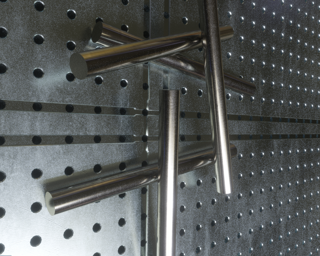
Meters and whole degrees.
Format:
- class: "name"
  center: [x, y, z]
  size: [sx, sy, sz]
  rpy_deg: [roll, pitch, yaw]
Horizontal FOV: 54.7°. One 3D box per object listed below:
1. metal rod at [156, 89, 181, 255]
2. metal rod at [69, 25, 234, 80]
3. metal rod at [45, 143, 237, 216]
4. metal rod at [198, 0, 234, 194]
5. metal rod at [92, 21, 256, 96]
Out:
- class: "metal rod"
  center: [0.009, 0.101, 0.392]
  size: [0.025, 0.025, 0.298]
  rpy_deg: [-7, 103, -40]
- class: "metal rod"
  center: [0.017, -0.106, 0.393]
  size: [0.302, 0.025, 0.025]
  rpy_deg: [-28, 108, -47]
- class: "metal rod"
  center: [0.002, 0.057, 0.413]
  size: [0.302, 0.025, 0.025]
  rpy_deg: [-10, 97, -40]
- class: "metal rod"
  center: [0.078, -0.050, 0.431]
  size: [0.025, 0.025, 0.298]
  rpy_deg: [-19, 107, -39]
- class: "metal rod"
  center: [0.043, -0.088, 0.447]
  size: [0.302, 0.025, 0.025]
  rpy_deg: [10, 84, -40]
